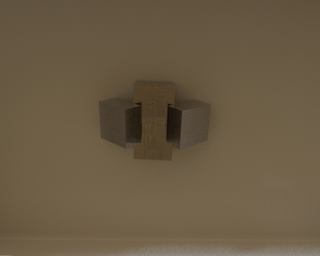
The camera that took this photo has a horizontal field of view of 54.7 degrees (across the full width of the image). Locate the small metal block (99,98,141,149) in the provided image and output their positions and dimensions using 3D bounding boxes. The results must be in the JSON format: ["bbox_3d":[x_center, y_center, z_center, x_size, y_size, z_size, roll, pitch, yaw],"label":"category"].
[{"bbox_3d":[-0.051,-0.007,0.392,0.050,0.025,0.050,19,117,39],"label":"small metal block"}]

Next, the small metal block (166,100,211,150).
[{"bbox_3d":[0.036,-0.005,0.395,0.050,0.025,0.050,-15,116,-37],"label":"small metal block"}]

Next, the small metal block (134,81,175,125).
[{"bbox_3d":[-0.008,-0.032,0.396,0.050,0.025,0.050,2,110,-2],"label":"small metal block"}]

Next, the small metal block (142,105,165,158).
[{"bbox_3d":[-0.007,0.003,0.370,0.025,0.050,0.050,0,110,-1],"label":"small metal block"}]

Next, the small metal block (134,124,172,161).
[{"bbox_3d":[-0.009,0.015,0.414,0.050,0.025,0.050,2,110,-1],"label":"small metal block"}]
